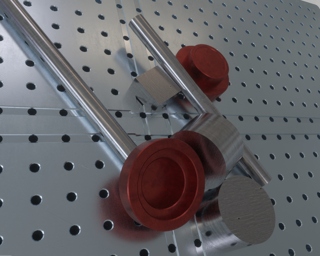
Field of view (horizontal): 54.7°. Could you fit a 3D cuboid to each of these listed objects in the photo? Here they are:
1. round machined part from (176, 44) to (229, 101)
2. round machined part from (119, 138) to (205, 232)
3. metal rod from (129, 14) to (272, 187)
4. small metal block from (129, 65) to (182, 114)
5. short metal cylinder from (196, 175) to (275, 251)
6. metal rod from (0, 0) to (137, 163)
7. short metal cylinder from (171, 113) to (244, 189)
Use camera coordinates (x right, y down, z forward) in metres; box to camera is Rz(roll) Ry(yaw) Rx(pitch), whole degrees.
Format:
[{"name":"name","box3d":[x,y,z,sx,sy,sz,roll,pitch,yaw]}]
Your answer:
[{"name":"round machined part","box3d":[0.069,-0.093,0.491,0.099,0.042,0.098,14,56,-21]},{"name":"round machined part","box3d":[-0.001,0.060,0.344,0.099,0.042,0.097,2,86,-32]},{"name":"metal rod","box3d":[0.056,-0.040,0.447,0.025,0.025,0.300,-36,87,-38]},{"name":"small metal block","box3d":[-0.006,-0.055,0.438,0.050,0.025,0.050,48,51,6]},{"name":"short metal cylinder","box3d":[0.091,0.104,0.377,0.081,0.050,0.080,14,56,-21]},{"name":"metal rod","box3d":[-0.121,-0.071,0.386,0.025,0.025,0.300,-35,81,-38]},{"name":"short metal cylinder","box3d":[0.055,0.028,0.382,0.080,0.080,0.050,48,45,5]}]
